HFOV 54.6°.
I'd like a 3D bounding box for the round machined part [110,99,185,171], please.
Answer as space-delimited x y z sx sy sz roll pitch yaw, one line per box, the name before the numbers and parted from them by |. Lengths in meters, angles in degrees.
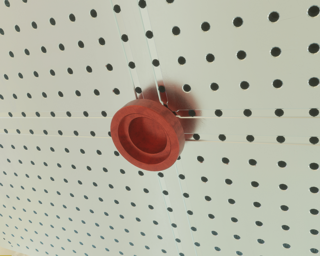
round machined part | -0.013 0.006 0.410 0.098 0.042 0.097 13 124 21
